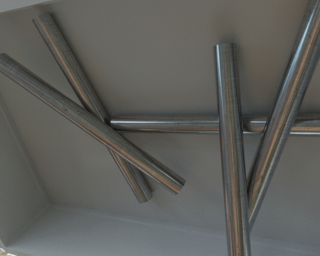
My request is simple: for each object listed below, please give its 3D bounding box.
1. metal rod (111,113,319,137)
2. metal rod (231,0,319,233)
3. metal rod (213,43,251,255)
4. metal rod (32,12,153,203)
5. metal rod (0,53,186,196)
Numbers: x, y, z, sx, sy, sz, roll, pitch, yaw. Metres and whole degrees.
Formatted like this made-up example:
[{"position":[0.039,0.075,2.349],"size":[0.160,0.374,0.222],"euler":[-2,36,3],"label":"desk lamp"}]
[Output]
[{"position":[0.072,-0.004,0.367],"size":[0.301,0.025,0.025],"euler":[1,119,27],"label":"metal rod"},{"position":[0.122,-0.013,0.307],"size":[0.025,0.025,0.298],"euler":[19,117,17],"label":"metal rod"},{"position":[0.081,0.062,0.334],"size":[0.025,0.025,0.298],"euler":[-2,95,29],"label":"metal rod"},{"position":[-0.088,-0.017,0.442],"size":[0.025,0.025,0.299],"euler":[-15,111,34],"label":"metal rod"},{"position":[-0.095,-0.006,0.419],"size":[0.301,0.025,0.025],"euler":[35,129,1],"label":"metal rod"}]
